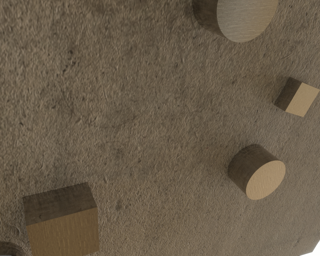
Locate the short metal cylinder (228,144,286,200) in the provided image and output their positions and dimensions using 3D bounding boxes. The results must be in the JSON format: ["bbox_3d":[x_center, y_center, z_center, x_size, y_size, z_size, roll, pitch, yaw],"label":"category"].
[{"bbox_3d":[0.163,0.074,0.526,0.081,0.050,0.079,-14,124,-21],"label":"short metal cylinder"}]

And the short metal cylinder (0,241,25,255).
[{"bbox_3d":[-0.213,0.193,0.394,0.081,0.050,0.079,-14,124,-21],"label":"short metal cylinder"}]

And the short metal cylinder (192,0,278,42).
[{"bbox_3d":[0.084,-0.143,0.348,0.081,0.050,0.079,-14,124,-21],"label":"short metal cylinder"}]

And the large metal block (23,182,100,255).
[{"bbox_3d":[-0.126,0.125,0.399,0.081,0.050,0.079,-10,123,-23],"label":"large metal block"}]

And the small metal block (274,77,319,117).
[{"bbox_3d":[0.219,-0.049,0.496,0.050,0.025,0.050,11,113,-33],"label":"small metal block"}]
